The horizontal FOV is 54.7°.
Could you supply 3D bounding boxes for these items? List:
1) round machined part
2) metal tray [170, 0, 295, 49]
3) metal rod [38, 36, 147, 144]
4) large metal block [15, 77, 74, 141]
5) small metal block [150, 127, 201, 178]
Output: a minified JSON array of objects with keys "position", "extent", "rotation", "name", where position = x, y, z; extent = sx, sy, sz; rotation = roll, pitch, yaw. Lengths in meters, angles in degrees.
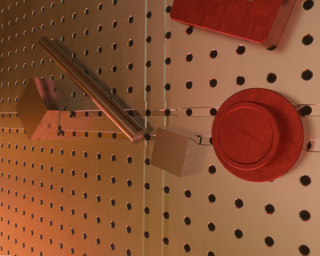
[{"position":[0.096,0.007,0.318],"extent":[0.098,0.042,0.097],"rotation":[0,90,39],"name":"round machined part"},{"position":[0.079,-0.149,0.340],"extent":[0.130,0.030,0.089],"rotation":[30,108,35],"name":"metal tray"},{"position":[-0.122,-0.074,0.507],"extent":[0.300,0.025,0.025],"rotation":[43,116,31],"name":"metal rod"},{"position":[-0.213,-0.034,0.565],"extent":[0.080,0.050,0.080],"rotation":[-48,62,29],"name":"large metal block"},{"position":[0.019,0.029,0.392],"extent":[0.050,0.025,0.050],"rotation":[19,102,38],"name":"small metal block"}]
